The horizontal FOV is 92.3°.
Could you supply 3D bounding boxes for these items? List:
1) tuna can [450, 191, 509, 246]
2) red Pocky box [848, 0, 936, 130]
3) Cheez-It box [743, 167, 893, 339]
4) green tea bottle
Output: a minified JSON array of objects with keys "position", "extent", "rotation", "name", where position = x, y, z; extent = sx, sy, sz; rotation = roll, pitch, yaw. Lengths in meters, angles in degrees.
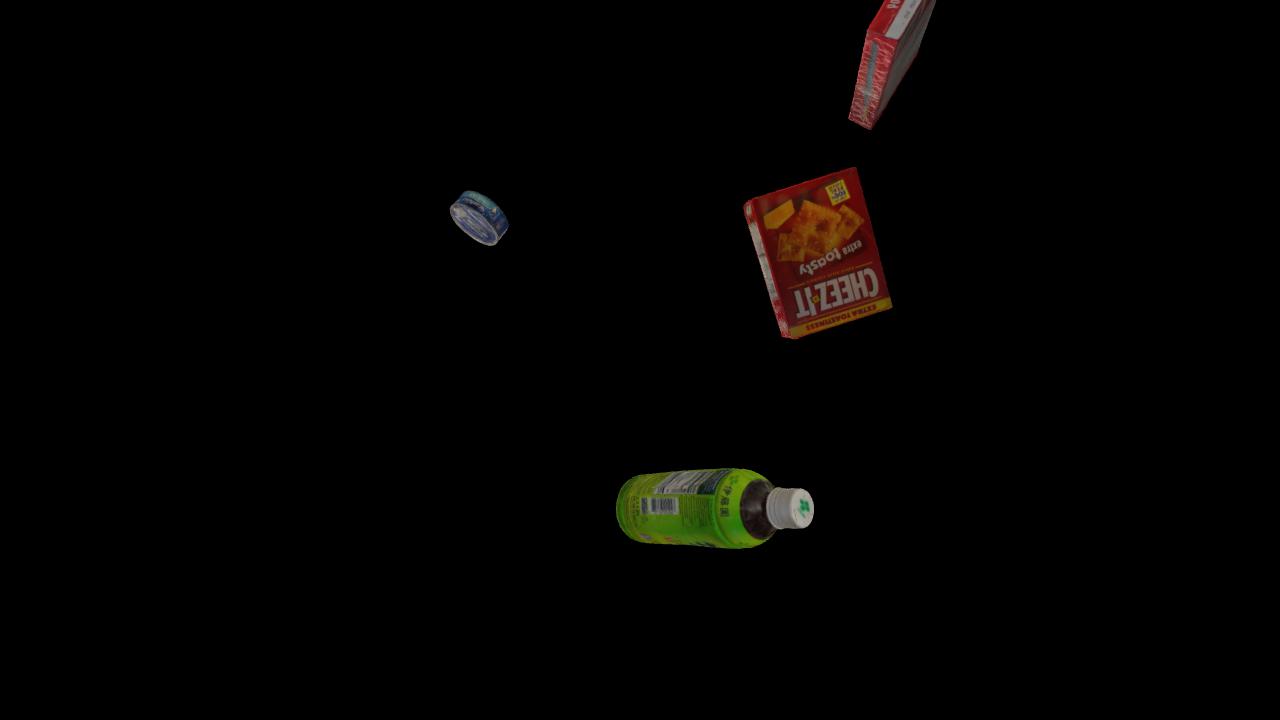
[{"position":[-0.240,-0.213,0.924],"extent":[0.084,0.034,0.084],"rotation":[26,-23,12],"name":"tuna can"},{"position":[0.211,-0.262,0.511],"extent":[0.028,0.083,0.155],"rotation":[30,4,14],"name":"red Pocky box"},{"position":[0.271,-0.160,0.944],"extent":[0.166,0.223,0.071],"rotation":[-17,6,0],"name":"Cheez-It box"},{"position":[0.062,0.135,0.560],"extent":[0.073,0.073,0.212],"rotation":[0,-10,-36],"name":"green tea bottle"}]
